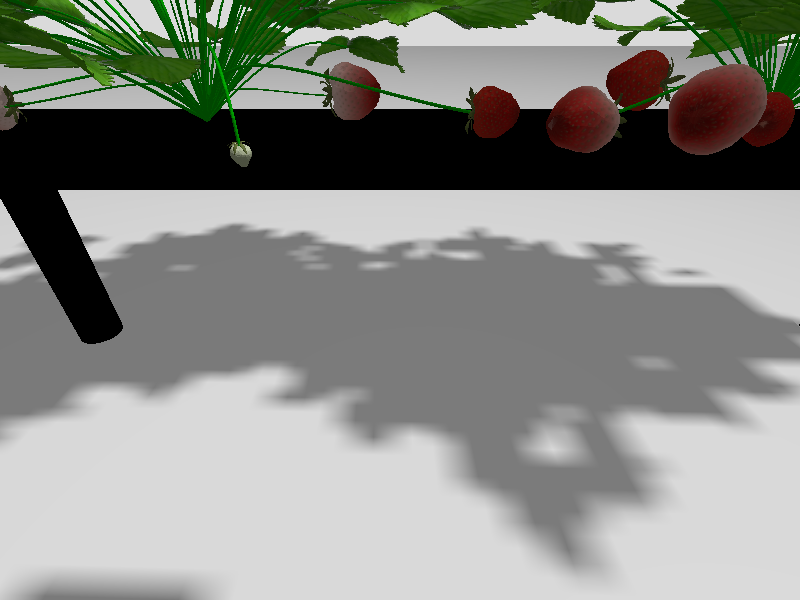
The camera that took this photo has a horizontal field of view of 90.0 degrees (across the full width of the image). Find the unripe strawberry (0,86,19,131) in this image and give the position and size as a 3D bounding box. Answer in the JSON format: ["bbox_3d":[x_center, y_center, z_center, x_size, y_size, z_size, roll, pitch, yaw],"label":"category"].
[{"bbox_3d":[-0.301,-0.140,0.290,0.034,0.034,0.032,-7,34,-10],"label":"unripe strawberry"}]

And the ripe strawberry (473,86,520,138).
[{"bbox_3d":[0.062,-0.121,0.260,0.030,0.031,0.028,10,35,14],"label":"ripe strawberry"}]

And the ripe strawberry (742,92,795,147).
[{"bbox_3d":[0.221,-0.109,0.242,0.026,0.030,0.029,25,42,32],"label":"ripe strawberry"}]

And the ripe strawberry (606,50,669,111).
[{"bbox_3d":[0.217,-0.203,0.371,0.050,0.050,0.047,27,42,35],"label":"ripe strawberry"}]

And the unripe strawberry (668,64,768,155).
[{"bbox_3d":[0.175,-0.106,0.227,0.049,0.048,0.045,-26,42,-33],"label":"unripe strawberry"}]

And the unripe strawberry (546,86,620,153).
[{"bbox_3d":[0.101,-0.102,0.227,0.039,0.034,0.039,-17,37,-23],"label":"unripe strawberry"}]

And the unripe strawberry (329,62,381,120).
[{"bbox_3d":[-0.035,-0.161,0.311,0.039,0.041,0.036,1,34,0],"label":"unripe strawberry"}]

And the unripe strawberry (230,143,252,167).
[{"bbox_3d":[-0.079,-0.072,0.201,0.010,0.011,0.011,-16,37,-23],"label":"unripe strawberry"}]
